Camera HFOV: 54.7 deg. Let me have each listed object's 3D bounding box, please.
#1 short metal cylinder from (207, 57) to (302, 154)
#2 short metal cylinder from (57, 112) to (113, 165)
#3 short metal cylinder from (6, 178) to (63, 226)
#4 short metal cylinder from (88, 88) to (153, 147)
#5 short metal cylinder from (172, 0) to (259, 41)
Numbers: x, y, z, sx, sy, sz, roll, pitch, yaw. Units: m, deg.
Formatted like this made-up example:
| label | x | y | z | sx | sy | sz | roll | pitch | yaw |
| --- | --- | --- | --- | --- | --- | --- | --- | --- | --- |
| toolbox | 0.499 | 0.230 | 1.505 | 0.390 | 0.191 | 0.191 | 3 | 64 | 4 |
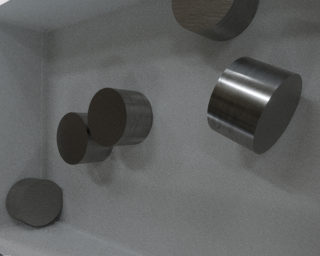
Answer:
| label | x | y | z | sx | sy | sz | roll | pitch | yaw |
| --- | --- | --- | --- | --- | --- | --- | --- | --- | --- |
| short metal cylinder | 0.091 | -0.022 | 0.296 | 0.050 | 0.081 | 0.079 | 32 | 110 | 35 |
| short metal cylinder | -0.118 | 0.016 | 0.488 | 0.080 | 0.050 | 0.080 | 0 | 90 | 40 |
| short metal cylinder | -0.225 | 0.131 | 0.557 | 0.050 | 0.081 | 0.080 | -3 | 88 | 40 |
| short metal cylinder | -0.057 | -0.015 | 0.438 | 0.080 | 0.050 | 0.080 | 0 | 90 | 40 |
| short metal cylinder | 0.060 | -0.141 | 0.341 | 0.080 | 0.050 | 0.080 | 0 | 90 | 40 |
